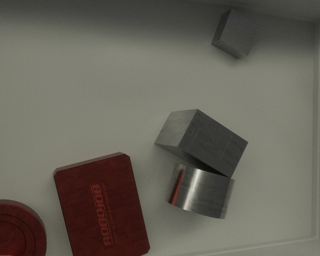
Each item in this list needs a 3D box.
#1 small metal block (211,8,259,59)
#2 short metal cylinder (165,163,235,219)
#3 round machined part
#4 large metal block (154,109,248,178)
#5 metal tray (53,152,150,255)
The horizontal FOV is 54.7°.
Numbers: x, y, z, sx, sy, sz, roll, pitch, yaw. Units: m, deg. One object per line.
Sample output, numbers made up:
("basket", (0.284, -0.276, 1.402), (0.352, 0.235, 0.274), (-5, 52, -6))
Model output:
("small metal block", (0.110, -0.136, 0.452), (0.050, 0.025, 0.050), (24, 82, -19))
("short metal cylinder", (0.052, 0.080, 0.402), (0.081, 0.080, 0.050), (18, 84, -20))
("round machined part", (-0.176, 0.126, 0.337), (0.099, 0.042, 0.097), (0, 90, -21))
("large metal block", (0.050, 0.019, 0.401), (0.080, 0.080, 0.050), (31, 80, -18))
("metal tray", (-0.071, 0.103, 0.383), (0.091, 0.030, 0.129), (-14, 95, -20))
